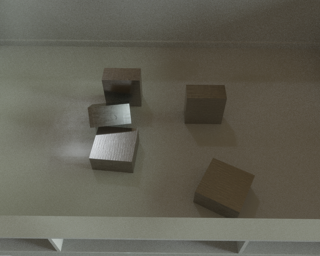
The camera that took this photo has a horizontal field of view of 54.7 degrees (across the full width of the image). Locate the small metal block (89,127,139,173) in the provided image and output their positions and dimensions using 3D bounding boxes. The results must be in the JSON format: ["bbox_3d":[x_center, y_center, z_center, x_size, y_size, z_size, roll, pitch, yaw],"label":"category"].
[{"bbox_3d":[-0.055,0.026,0.383,0.050,0.025,0.050,5,50,3],"label":"small metal block"}]

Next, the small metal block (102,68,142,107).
[{"bbox_3d":[-0.052,-0.057,0.436,0.050,0.050,0.025,1,50,1],"label":"small metal block"}]

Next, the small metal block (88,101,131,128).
[{"bbox_3d":[-0.064,-0.019,0.403,0.050,0.025,0.050,-6,9,-5],"label":"small metal block"}]

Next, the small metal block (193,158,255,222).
[{"bbox_3d":[0.072,0.068,0.348,0.050,0.025,0.050,23,54,18],"label":"small metal block"}]

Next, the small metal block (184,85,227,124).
[{"bbox_3d":[0.059,-0.031,0.415,0.050,0.050,0.025,0,50,0],"label":"small metal block"}]
